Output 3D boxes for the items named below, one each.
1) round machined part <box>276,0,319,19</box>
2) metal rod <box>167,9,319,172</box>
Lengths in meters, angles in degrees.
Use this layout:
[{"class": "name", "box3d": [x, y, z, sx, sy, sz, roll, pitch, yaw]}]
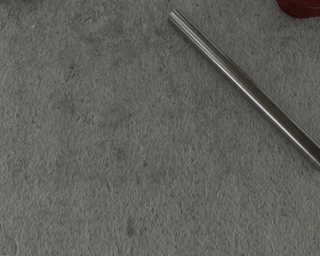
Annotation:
[{"class": "round machined part", "box3d": [0.222, -0.209, 0.477, 0.099, 0.042, 0.098, 0, 70, 0]}, {"class": "metal rod", "box3d": [0.116, -0.062, 0.431, 0.025, 0.025, 0.300, -38, 74, -13]}]
